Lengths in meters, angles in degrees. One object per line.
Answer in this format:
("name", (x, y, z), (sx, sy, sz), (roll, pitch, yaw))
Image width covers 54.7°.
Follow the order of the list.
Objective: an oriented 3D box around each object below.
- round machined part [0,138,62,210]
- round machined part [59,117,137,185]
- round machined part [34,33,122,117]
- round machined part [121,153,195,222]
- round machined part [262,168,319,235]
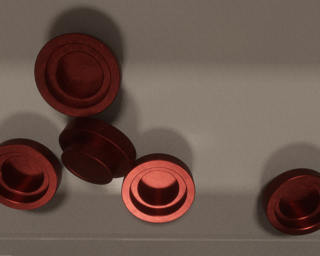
("round machined part", (-0.183, 0.059, 0.421), (0.099, 0.042, 0.097), (0, 110, -1))
("round machined part", (-0.083, 0.035, 0.390), (0.098, 0.042, 0.097), (14, 141, 12))
("round machined part", (-0.095, -0.065, 0.376), (0.099, 0.042, 0.097), (0, 108, -1))
("round machined part", (-0.002, 0.079, 0.431), (0.099, 0.042, 0.097), (0, 110, -1))
("round machined part", (0.195, 0.100, 0.442), (0.099, 0.042, 0.097), (0, 110, -1))
